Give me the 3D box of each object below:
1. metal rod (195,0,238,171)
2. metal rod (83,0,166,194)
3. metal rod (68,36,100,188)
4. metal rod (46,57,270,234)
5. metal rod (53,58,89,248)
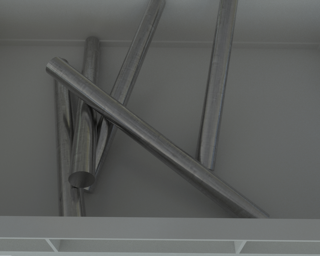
[{"bbox_3d":[0.079,-0.093,0.405,0.025,0.025,0.299,9,75,7],"label":"metal rod"},{"bbox_3d":[-0.045,-0.061,0.408,0.025,0.025,0.300,13,66,10],"label":"metal rod"},{"bbox_3d":[-0.095,-0.047,0.412,0.025,0.025,0.300,-5,41,-5],"label":"metal rod"},{"bbox_3d":[-0.012,0.012,0.351,0.300,0.025,0.025,37,58,11],"label":"metal rod"},{"bbox_3d":[-0.116,0.001,0.382,0.025,0.025,0.300,-12,45,-10],"label":"metal rod"}]
